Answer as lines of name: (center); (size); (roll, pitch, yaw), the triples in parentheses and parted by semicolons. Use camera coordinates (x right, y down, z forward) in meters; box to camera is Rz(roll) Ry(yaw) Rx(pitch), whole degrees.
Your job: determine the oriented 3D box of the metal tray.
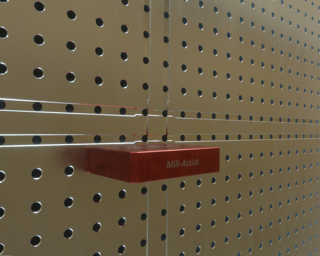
metal tray: (-0.004, 0.037, 0.365); (0.131, 0.090, 0.030); (0, 90, -40)
